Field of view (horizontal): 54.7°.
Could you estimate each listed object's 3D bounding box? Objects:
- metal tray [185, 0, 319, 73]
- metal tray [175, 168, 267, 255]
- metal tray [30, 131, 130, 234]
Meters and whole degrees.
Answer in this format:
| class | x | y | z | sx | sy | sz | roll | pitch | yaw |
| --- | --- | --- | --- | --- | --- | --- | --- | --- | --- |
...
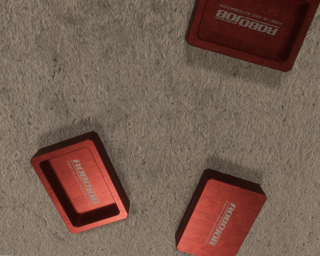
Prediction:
| class | x | y | z | sx | sy | sz | roll | pitch | yaw |
| --- | --- | --- | --- | --- | --- | --- | --- | --- | --- |
| metal tray | 0.104 | -0.126 | 0.362 | 0.131 | 0.030 | 0.089 | 14 | 109 | -6 |
| metal tray | 0.086 | 0.132 | 0.457 | 0.091 | 0.030 | 0.129 | 18 | 109 | -7 |
| metal tray | -0.107 | 0.078 | 0.434 | 0.090 | 0.030 | 0.129 | -19 | 109 | 6 |
